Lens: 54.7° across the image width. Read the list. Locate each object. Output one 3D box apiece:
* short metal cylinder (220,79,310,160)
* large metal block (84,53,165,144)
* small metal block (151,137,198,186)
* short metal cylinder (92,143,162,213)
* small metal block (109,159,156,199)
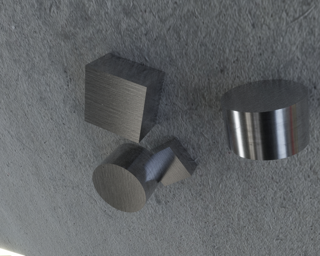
[{"bbox_3d":[0.105,-0.011,0.310,0.080,0.080,0.050,0,118,28],"label":"short metal cylinder"},{"bbox_3d":[-0.046,-0.039,0.391,0.080,0.050,0.079,22,127,15],"label":"large metal block"},{"bbox_3d":[0.015,0.047,0.429,0.050,0.025,0.050,-29,103,37],"label":"small metal block"},{"bbox_3d":[-0.044,0.068,0.423,0.080,0.050,0.079,13,124,21],"label":"short metal cylinder"},{"bbox_3d":[-0.042,0.080,0.479,0.050,0.025,0.050,-16,110,34],"label":"small metal block"}]
